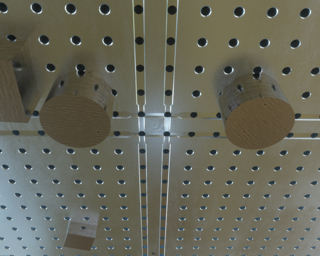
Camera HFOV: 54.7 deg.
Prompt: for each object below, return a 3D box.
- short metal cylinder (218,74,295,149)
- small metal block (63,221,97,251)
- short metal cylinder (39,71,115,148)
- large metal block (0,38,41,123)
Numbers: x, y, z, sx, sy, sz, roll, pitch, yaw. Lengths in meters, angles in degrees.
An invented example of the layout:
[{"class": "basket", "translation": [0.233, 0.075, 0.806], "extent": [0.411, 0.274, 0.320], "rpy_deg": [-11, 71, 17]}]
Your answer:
[{"class": "short metal cylinder", "translation": [0.116, -0.019, 0.381], "extent": [0.081, 0.050, 0.079], "rpy_deg": [0, 130, 0]}, {"class": "small metal block", "translation": [-0.150, 0.204, 0.584], "extent": [0.050, 0.025, 0.050], "rpy_deg": [15, 129, -13]}, {"class": "short metal cylinder", "translation": [-0.097, -0.022, 0.375], "extent": [0.081, 0.050, 0.079], "rpy_deg": [-1, 130, 0]}, {"class": "large metal block", "translation": [-0.189, -0.054, 0.347], "extent": [0.081, 0.050, 0.079], "rpy_deg": [3, 130, -3]}]
